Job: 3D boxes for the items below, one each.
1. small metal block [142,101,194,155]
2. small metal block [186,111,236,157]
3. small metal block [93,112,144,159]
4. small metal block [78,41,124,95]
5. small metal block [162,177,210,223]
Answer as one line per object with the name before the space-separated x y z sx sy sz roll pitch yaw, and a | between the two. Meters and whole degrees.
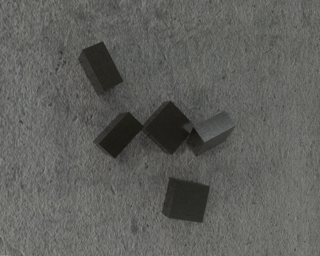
small metal block | 0.010 0.000 0.413 0.050 0.025 0.050 45 76 -15
small metal block | 0.068 0.009 0.417 0.050 0.050 0.025 -26 69 -18
small metal block | -0.052 0.008 0.376 0.025 0.050 0.050 45 76 -15
small metal block | -0.072 -0.069 0.369 0.025 0.050 0.050 -29 100 -18
small metal block | 0.035 0.098 0.422 0.050 0.025 0.050 14 85 -20
